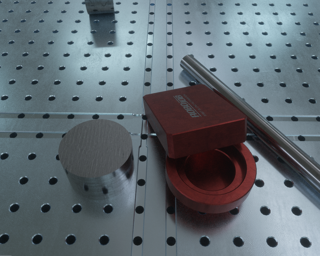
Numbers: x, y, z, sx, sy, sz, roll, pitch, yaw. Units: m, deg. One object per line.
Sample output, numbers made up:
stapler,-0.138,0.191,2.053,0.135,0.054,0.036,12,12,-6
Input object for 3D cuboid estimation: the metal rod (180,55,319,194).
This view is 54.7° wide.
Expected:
metal rod,0.125,-0.011,0.417,0.025,0.025,0.300,-27,55,-21

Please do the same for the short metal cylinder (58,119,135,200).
short metal cylinder,-0.071,0.036,0.361,0.080,0.050,0.080,0,50,0

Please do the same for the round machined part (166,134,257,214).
round machined part,0.056,0.052,0.353,0.099,0.042,0.098,0,50,0

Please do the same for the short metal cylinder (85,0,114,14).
short metal cylinder,-0.117,-0.260,0.590,0.050,0.080,0.080,-6,50,-5

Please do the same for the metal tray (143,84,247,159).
metal tray,0.037,-0.015,0.384,0.091,0.030,0.130,-12,27,-10
